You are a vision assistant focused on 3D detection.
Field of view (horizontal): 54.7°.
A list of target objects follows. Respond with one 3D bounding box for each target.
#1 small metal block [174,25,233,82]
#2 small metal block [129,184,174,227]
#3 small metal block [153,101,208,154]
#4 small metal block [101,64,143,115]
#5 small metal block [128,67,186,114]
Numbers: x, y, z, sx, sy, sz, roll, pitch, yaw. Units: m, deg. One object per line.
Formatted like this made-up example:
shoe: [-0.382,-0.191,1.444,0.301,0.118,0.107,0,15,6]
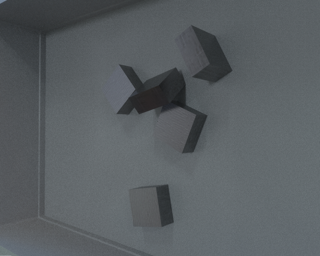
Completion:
small metal block: [0.049,-0.082,0.348,0.025,0.050,0.050,-34,70,35]
small metal block: [-0.012,0.104,0.415,0.050,0.025,0.050,-14,81,39]
small metal block: [0.024,-0.003,0.385,0.050,0.025,0.050,30,108,35]
small metal block: [-0.052,-0.055,0.448,0.050,0.025,0.050,-48,62,29]
small metal block: [-0.003,-0.047,0.388,0.050,0.050,0.025,-17,114,38]
